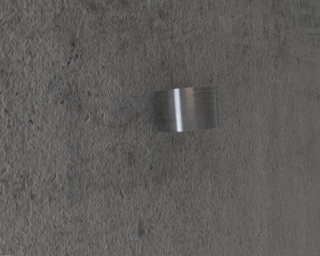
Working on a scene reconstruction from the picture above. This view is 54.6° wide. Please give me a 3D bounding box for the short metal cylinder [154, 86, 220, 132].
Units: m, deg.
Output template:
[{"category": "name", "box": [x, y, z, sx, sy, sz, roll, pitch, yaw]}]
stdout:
[{"category": "short metal cylinder", "box": [0.034, -0.025, 0.396, 0.081, 0.080, 0.050, -9, 96, -40]}]
